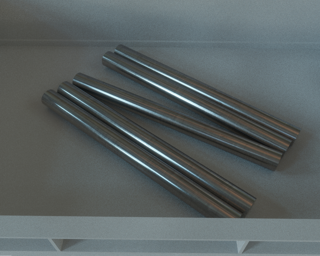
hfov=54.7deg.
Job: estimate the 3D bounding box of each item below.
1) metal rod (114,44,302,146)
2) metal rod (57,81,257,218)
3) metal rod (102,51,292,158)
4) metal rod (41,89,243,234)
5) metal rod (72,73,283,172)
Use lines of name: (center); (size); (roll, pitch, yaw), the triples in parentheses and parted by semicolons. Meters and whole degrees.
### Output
metal rod: (0.054, -0.057, 0.451); (0.300, 0.025, 0.025); (30, 56, 22)
metal rod: (-0.021, 0.015, 0.391); (0.300, 0.025, 0.025); (31, 57, 23)
metal rod: (0.036, -0.042, 0.439); (0.300, 0.025, 0.025); (30, 56, 22)
metal rod: (-0.039, 0.028, 0.380); (0.300, 0.025, 0.025); (31, 57, 23)
metal rod: (0.010, -0.015, 0.416); (0.301, 0.025, 0.025); (23, 54, 18)
